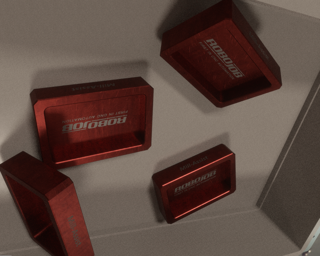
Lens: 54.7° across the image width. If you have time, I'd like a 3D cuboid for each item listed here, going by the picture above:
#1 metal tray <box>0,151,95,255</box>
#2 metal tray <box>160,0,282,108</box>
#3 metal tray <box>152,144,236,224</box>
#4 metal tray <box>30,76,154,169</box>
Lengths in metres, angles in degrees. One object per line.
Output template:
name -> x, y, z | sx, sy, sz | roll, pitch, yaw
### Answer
metal tray -> -0.127, 0.098, 0.355 | 0.030, 0.090, 0.129 | -39, 136, -40
metal tray -> 0.074, -0.078, 0.365 | 0.090, 0.030, 0.130 | -19, 142, 37
metal tray -> 0.058, 0.089, 0.494 | 0.131, 0.030, 0.089 | -22, 127, -16
metal tray -> -0.074, -0.006, 0.361 | 0.131, 0.030, 0.089 | -11, 123, -23
